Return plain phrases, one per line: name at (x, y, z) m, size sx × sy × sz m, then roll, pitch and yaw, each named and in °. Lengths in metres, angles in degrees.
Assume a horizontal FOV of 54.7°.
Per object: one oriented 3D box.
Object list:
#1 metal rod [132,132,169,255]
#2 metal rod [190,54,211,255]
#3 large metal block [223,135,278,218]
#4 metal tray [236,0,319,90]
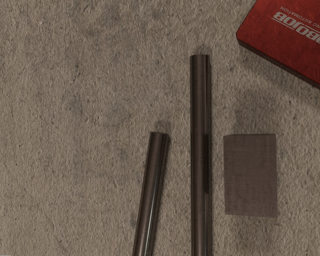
metal rod at (-0.022, 0.154, 0.415) m, size 0.025 × 0.025 × 0.298 m, roll 9°, pitch 93°, yaw 19°
metal rod at (0.051, 0.059, 0.390) m, size 0.025 × 0.025 × 0.298 m, roll 0°, pitch 90°, yaw 19°
large metal block at (0.102, 0.047, 0.344) m, size 0.050 × 0.080 × 0.079 m, roll -1°, pitch 90°, yaw 20°
metal tray at (0.165, -0.108, 0.348) m, size 0.130 × 0.030 × 0.090 m, roll 35°, pitch 101°, yaw 16°
